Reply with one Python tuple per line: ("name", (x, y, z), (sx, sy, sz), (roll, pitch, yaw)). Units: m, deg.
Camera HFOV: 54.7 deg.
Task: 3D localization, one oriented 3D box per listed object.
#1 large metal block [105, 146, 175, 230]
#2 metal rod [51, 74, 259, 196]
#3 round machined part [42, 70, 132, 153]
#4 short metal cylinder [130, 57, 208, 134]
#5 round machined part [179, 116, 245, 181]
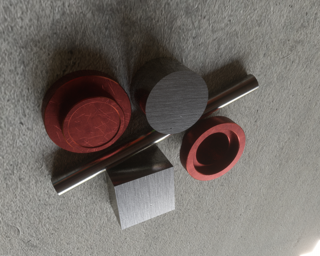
("large metal block", (-0.027, 0.082, 0.429), (0.081, 0.050, 0.079), (-16, 125, -19))
("metal rod", (0.002, 0.004, 0.413), (0.302, 0.025, 0.025), (-28, 128, -11))
("round machined part", (-0.078, -0.012, 0.347), (0.099, 0.042, 0.097), (-14, 124, -21))
("short metal cylinder", (0.010, -0.039, 0.373), (0.081, 0.050, 0.079), (-14, 124, -21))
("round machined part", (0.072, 0.025, 0.452), (0.099, 0.042, 0.097), (-14, 124, -21))
